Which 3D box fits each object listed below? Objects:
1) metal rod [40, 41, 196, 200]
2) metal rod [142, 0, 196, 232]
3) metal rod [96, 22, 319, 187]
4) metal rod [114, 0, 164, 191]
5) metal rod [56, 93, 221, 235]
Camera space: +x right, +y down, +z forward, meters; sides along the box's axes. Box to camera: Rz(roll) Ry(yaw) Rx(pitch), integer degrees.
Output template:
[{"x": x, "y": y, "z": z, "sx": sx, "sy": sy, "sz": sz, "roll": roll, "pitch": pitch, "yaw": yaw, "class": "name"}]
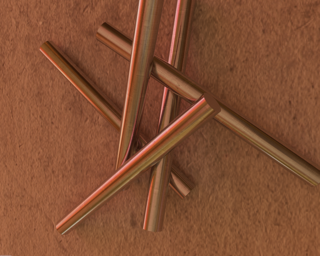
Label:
[{"x": -0.067, "y": -0.019, "z": 0.431, "sx": 0.300, "sy": 0.025, "sz": 0.025, "roll": 45, "pitch": 104, "yaw": 14, "class": "metal rod"}, {"x": 0.013, "y": -0.025, "z": 0.386, "sx": 0.025, "sy": 0.025, "sz": 0.298, "roll": 7, "pitch": 86, "yaw": 19, "class": "metal rod"}, {"x": 0.054, "y": -0.030, "z": 0.359, "sx": 0.301, "sy": 0.025, "sz": 0.025, "roll": 35, "pitch": 101, "yaw": 4, "class": "metal rod"}, {"x": -0.026, "y": -0.048, "z": 0.353, "sx": 0.025, "sy": 0.025, "sz": 0.298, "roll": 23, "pitch": 122, "yaw": 18, "class": "metal rod"}, {"x": -0.045, "y": 0.060, "z": 0.385, "sx": 0.299, "sy": 0.025, "sz": 0.025, "roll": -41, "pitch": 77, "yaw": 29, "class": "metal rod"}]
